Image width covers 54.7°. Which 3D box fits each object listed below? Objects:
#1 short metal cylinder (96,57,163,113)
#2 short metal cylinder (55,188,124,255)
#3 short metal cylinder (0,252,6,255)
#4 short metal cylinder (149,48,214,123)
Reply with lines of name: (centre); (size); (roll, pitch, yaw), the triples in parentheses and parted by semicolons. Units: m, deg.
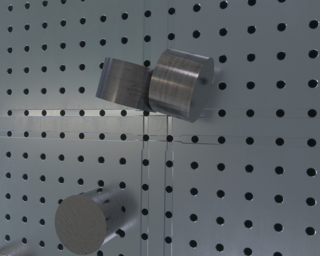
short metal cylinder: (-0.037, -0.054, 0.396); (0.080, 0.080, 0.050); (17, 96, 19)
short metal cylinder: (-0.098, 0.128, 0.434); (0.080, 0.050, 0.079); (0, 90, 20)
short metal cylinder: (-0.285, 0.248, 0.500); (0.080, 0.050, 0.079); (0, 90, 20)
short metal cylinder: (0.028, -0.051, 0.374); (0.050, 0.080, 0.080); (19, 96, 19)
